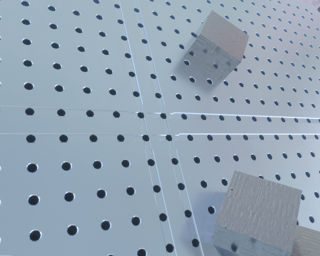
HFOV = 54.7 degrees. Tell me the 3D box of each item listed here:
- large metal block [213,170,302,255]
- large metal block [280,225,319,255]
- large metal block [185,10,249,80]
[{"bbox_3d":[0.115,0.107,0.369,0.080,0.050,0.080,15,48,20],"label":"large metal block"},{"bbox_3d":[0.186,0.169,0.363,0.081,0.080,0.050,-31,115,-38],"label":"large metal block"},{"bbox_3d":[0.100,-0.144,0.536,0.080,0.050,0.080,32,51,-8],"label":"large metal block"}]
